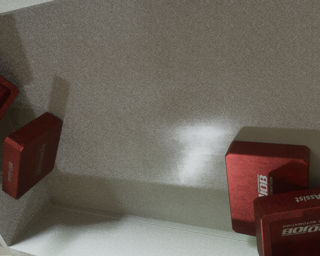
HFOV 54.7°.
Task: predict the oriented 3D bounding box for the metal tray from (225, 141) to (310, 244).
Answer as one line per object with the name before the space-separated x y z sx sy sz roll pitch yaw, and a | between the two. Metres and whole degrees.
metal tray | 0.134 0.081 0.385 0.090 0.030 0.129 3 120 26

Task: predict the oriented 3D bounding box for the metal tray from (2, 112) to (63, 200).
metal tray | -0.208 0.046 0.504 0.030 0.090 0.129 32 129 8

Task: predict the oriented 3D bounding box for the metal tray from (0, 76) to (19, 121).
metal tray | -0.282 -0.029 0.451 0.030 0.130 0.090 9 155 39

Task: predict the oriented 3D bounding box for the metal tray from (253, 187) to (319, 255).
metal tray | 0.176 0.111 0.346 0.131 0.030 0.089 -10 117 5
